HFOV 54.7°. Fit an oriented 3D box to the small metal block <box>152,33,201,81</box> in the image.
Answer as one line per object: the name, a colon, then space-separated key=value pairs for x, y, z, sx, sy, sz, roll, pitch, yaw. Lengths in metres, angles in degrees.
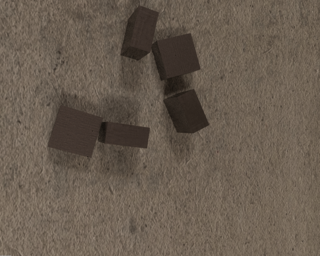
small metal block: x=0.021 y=-0.095 z=0.418 sx=0.050 sy=0.025 sz=0.050 roll=-19 pitch=97 yaw=-19

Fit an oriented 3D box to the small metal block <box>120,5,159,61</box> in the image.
small metal block: x=-0.027 y=-0.117 z=0.387 sx=0.025 sy=0.050 sz=0.050 roll=13 pitch=86 yaw=-20

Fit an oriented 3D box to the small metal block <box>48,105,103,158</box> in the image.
small metal block: x=-0.102 y=0.004 z=0.372 sx=0.050 sy=0.025 sz=0.050 roll=18 pitch=84 yaw=-20

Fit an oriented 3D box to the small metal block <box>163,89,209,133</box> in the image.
small metal block: x=0.033 y=-0.021 z=0.409 sx=0.025 sy=0.050 sz=0.050 roll=-27 pitch=99 yaw=-18

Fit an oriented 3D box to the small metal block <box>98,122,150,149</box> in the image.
small metal block: x=-0.046 y=0.008 z=0.380 sx=0.050 sy=0.050 sz=0.025 roll=8 pitch=87 yaw=-20
